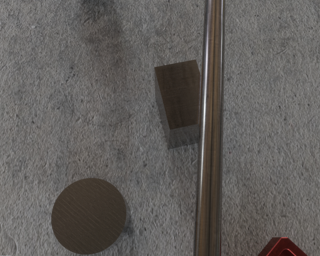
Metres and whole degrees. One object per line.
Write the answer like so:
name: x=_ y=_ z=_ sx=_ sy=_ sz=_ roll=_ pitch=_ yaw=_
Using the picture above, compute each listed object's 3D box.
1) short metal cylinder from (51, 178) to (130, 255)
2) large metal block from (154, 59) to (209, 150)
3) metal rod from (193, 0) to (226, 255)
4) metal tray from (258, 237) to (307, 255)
short metal cylinder: x=-0.077 y=0.102 z=0.357 sx=0.081 sy=0.050 sz=0.080 roll=0 pitch=70 yaw=0
large metal block: x=0.027 y=-0.026 z=0.389 sx=0.050 sy=0.080 sz=0.080 roll=-12 pitch=71 yaw=-4
metal rod: x=0.055 y=-0.019 z=0.330 sx=0.025 sy=0.025 sz=0.299 roll=5 pitch=71 yaw=1
metal tray: x=0.154 y=0.196 z=0.334 sx=0.130 sy=0.030 sz=0.090 roll=43 pitch=75 yaw=14
